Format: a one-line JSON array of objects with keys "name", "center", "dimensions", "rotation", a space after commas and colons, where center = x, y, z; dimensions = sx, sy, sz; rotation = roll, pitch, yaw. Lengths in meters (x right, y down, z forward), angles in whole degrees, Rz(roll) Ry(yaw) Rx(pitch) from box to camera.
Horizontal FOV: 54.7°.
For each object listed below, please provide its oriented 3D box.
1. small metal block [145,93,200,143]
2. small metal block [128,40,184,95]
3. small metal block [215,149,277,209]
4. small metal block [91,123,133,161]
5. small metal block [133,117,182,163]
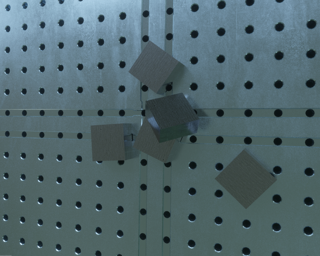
[{"name": "small metal block", "center": [0.014, -0.014, 0.384], "dimensions": [0.050, 0.025, 0.050], "rotation": [-15, 51, -17]}, {"name": "small metal block", "center": [-0.005, -0.079, 0.414], "dimensions": [0.050, 0.025, 0.050], "rotation": [39, 102, 15]}, {"name": "small metal block", "center": [0.104, 0.060, 0.376], "dimensions": [0.050, 0.025, 0.050], "rotation": [45, 103, 14]}, {"name": "small metal block", "center": [-0.067, 0.020, 0.435], "dimensions": [0.050, 0.025, 0.050], "rotation": [-4, 89, 19]}, {"name": "small metal block", "center": [-0.001, 0.012, 0.412], "dimensions": [0.050, 0.025, 0.050], "rotation": [25, 98, 18]}]
